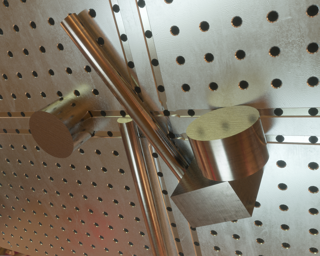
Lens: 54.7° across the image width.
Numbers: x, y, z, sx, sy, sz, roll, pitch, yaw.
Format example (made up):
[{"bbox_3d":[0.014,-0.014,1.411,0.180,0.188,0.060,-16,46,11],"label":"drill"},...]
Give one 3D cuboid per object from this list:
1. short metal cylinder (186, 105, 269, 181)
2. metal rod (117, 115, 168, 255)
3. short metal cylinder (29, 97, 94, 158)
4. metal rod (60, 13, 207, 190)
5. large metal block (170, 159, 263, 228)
[{"bbox_3d":[0.075,0.015,0.345,0.080,0.080,0.050,-7,115,31],"label":"short metal cylinder"},{"bbox_3d":[-0.021,0.118,0.494,0.025,0.025,0.298,3,120,26],"label":"metal rod"},{"bbox_3d":[-0.149,-0.001,0.473,0.080,0.050,0.079,13,124,21],"label":"short metal cylinder"},{"bbox_3d":[-0.026,-0.018,0.413,0.025,0.025,0.299,-29,103,37],"label":"metal rod"},{"bbox_3d":[0.072,0.070,0.381,0.080,0.080,0.050,-25,105,37],"label":"large metal block"}]
